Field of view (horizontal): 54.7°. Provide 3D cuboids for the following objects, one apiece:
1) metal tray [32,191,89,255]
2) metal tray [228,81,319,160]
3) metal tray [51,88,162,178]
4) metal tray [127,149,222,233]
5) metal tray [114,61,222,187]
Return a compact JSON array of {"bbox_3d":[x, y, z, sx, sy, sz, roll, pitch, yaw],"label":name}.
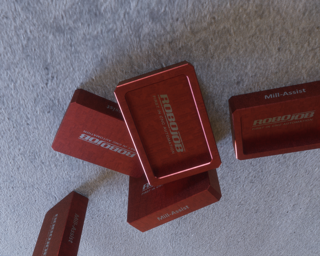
[{"bbox_3d":[-0.160,0.174,0.485,0.030,0.130,0.090,36,121,-27],"label":"metal tray"},{"bbox_3d":[0.159,-0.008,0.399,0.131,0.030,0.090,-10,130,7],"label":"metal tray"},{"bbox_3d":[-0.066,0.012,0.413,0.131,0.030,0.089,22,127,-18],"label":"metal tray"},{"bbox_3d":[0.015,0.079,0.431,0.130,0.090,0.030,-29,127,22],"label":"metal tray"},{"bbox_3d":[0.011,-0.003,0.365,0.090,0.030,0.129,-18,108,4],"label":"metal tray"}]
